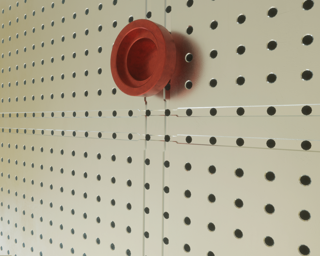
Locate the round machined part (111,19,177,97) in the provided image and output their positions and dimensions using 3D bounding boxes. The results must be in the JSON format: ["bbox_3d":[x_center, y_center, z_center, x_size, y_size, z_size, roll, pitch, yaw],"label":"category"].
[{"bbox_3d":[-0.017,-0.090,0.411,0.098,0.042,0.097,0,90,39],"label":"round machined part"}]
